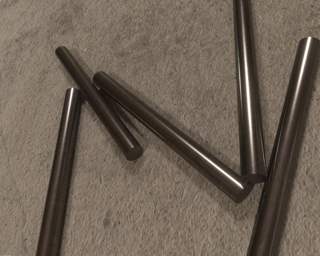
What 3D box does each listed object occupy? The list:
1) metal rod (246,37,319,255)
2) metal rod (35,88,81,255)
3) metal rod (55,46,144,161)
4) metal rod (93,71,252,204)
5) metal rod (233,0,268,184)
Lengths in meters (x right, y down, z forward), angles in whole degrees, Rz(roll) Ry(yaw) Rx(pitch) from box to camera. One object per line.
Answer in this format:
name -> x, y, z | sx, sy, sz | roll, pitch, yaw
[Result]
metal rod -> 0.127, 0.030, 0.318 | 0.025, 0.025, 0.300 | 9, 66, 31
metal rod -> -0.140, 0.069, 0.433 | 0.025, 0.025, 0.299 | -14, 56, 20
metal rod -> -0.109, -0.055, 0.492 | 0.025, 0.025, 0.300 | -41, 51, 0
metal rod -> -0.006, -0.007, 0.409 | 0.025, 0.025, 0.300 | -47, 52, -5
metal rod -> 0.107, -0.076, 0.383 | 0.025, 0.025, 0.300 | -9, 55, 23
